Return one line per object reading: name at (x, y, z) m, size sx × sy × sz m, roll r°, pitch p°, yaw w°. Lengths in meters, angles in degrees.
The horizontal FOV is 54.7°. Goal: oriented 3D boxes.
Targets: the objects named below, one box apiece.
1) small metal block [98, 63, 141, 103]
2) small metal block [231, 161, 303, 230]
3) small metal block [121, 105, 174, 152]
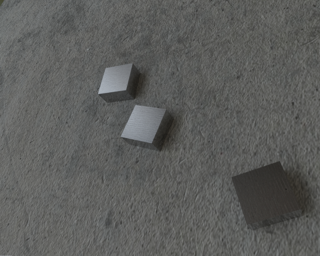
small metal block at (-0.062, -0.069, 0.479) m, size 0.050 × 0.025 × 0.050 m, roll -4°, pitch 60°, yaw 26°
small metal block at (0.105, 0.067, 0.307) m, size 0.050 × 0.025 × 0.050 m, roll -22°, pitch 54°, yaw 15°
small metal block at (-0.017, -0.001, 0.413) m, size 0.050 × 0.025 × 0.050 m, roll 10°, pitch 67°, yaw 32°
